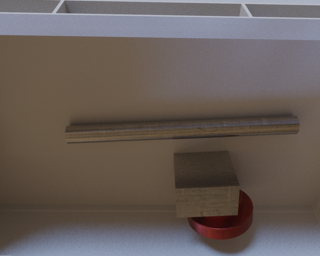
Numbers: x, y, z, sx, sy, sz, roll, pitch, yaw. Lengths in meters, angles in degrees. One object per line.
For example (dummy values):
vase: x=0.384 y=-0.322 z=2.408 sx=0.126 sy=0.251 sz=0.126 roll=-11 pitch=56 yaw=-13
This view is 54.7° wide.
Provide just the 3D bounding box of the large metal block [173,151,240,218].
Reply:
large metal block: x=0.061 y=0.076 z=0.434 sx=0.080 sy=0.080 sz=0.050 roll=-3 pitch=119 yaw=2

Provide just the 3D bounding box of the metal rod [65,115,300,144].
metal rod: x=0.028 y=0.002 z=0.411 sx=0.302 sy=0.025 sz=0.025 roll=-2 pitch=130 yaw=1

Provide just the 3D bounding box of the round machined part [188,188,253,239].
round machined part: x=0.088 y=0.114 z=0.462 sx=0.099 sy=0.098 sz=0.042 roll=-6 pitch=117 yaw=4
